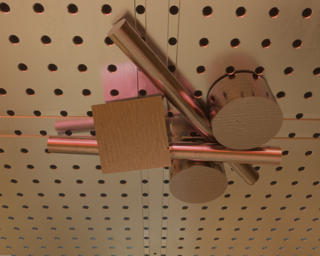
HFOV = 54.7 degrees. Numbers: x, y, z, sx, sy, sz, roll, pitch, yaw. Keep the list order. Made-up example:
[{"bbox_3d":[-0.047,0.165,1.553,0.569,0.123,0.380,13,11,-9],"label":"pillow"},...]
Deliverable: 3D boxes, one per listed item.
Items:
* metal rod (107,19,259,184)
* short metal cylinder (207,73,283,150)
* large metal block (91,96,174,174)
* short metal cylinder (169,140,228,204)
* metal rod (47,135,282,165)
[{"bbox_3d":[0.047,-0.014,0.396,0.025,0.025,0.300,-31,124,23],"label":"metal rod"},{"bbox_3d":[0.100,-0.020,0.375,0.081,0.050,0.079,0,130,0],"label":"short metal cylinder"},{"bbox_3d":[-0.030,0.006,0.372,0.080,0.050,0.079,-7,95,6],"label":"large metal block"},{"bbox_3d":[0.053,0.064,0.445,0.081,0.050,0.079,0,130,0],"label":"short metal cylinder"},{"bbox_3d":[0.002,0.029,0.409,0.302,0.025,0.025,3,131,5],"label":"metal rod"}]
